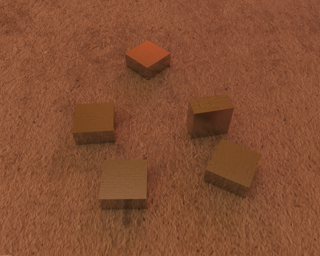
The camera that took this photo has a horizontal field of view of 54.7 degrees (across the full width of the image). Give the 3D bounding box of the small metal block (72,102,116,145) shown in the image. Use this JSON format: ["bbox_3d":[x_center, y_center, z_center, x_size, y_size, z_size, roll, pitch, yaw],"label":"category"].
[{"bbox_3d":[-0.085,-0.006,0.408,0.050,0.025,0.050,-4,50,-3],"label":"small metal block"}]

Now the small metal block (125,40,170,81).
[{"bbox_3d":[-0.019,-0.109,0.494,0.050,0.025,0.050,37,59,26],"label":"small metal block"}]

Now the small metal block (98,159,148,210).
[{"bbox_3d":[-0.039,0.063,0.350,0.050,0.025,0.050,0,50,0],"label":"small metal block"}]

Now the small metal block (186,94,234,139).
[{"bbox_3d":[0.063,-0.014,0.399,0.050,0.050,0.025,-9,51,-8],"label":"small metal block"}]

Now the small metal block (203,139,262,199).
[{"bbox_3d":[0.085,0.047,0.364,0.050,0.025,0.050,22,53,17],"label":"small metal block"}]
